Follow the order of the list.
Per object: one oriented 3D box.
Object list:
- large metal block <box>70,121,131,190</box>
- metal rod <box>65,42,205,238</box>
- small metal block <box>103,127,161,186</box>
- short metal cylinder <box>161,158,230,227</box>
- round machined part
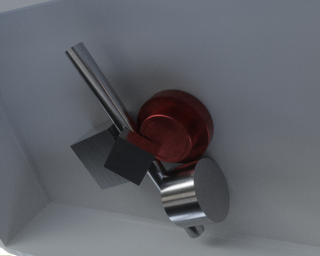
[{"bbox_3d":[-0.065,0.034,0.441,0.080,0.050,0.080,-22,107,36],"label":"large metal block"},{"bbox_3d":[-0.026,0.026,0.408,0.025,0.025,0.299,-23,107,36],"label":"metal rod"},{"bbox_3d":[-0.035,0.035,0.383,0.050,0.025,0.050,29,117,1],"label":"small metal block"},{"bbox_3d":[0.046,0.083,0.397,0.050,0.080,0.080,-22,107,36],"label":"short metal cylinder"},{"bbox_3d":[0.014,0.005,0.389,0.098,0.042,0.097,13,124,20],"label":"round machined part"}]
